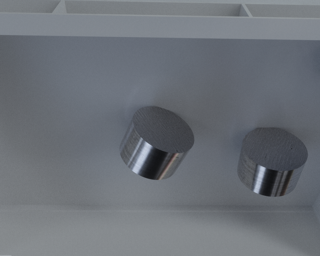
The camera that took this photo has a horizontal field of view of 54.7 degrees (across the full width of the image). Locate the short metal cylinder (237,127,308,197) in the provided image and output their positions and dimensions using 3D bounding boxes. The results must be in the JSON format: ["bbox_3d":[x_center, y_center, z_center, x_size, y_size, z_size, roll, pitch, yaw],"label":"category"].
[{"bbox_3d":[0.147,0.044,0.413,0.081,0.080,0.050,-1,130,0],"label":"short metal cylinder"}]

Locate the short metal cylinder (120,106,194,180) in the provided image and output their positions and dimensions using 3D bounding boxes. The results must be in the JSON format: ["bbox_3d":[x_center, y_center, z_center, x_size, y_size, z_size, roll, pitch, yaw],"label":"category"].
[{"bbox_3d":[-0.004,0.018,0.388,0.081,0.080,0.050,17,128,-15],"label":"short metal cylinder"}]
